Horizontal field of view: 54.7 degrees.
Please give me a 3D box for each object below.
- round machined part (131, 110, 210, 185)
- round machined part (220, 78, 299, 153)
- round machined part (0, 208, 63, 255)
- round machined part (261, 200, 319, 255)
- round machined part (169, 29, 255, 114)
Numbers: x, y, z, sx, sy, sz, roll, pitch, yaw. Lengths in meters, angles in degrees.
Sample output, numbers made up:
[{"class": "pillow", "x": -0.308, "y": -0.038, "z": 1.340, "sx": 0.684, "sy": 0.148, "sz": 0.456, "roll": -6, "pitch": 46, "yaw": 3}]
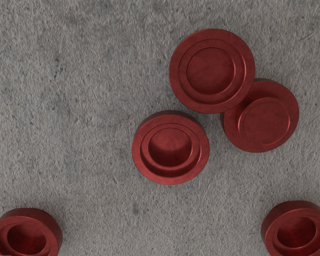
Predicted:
[{"class": "round machined part", "x": 0.013, "y": 0.022, "z": 0.409, "sx": 0.099, "sy": 0.042, "sz": 0.097, "roll": 0, "pitch": 110, "yaw": 0}, {"class": "round machined part", "x": 0.130, "y": -0.012, "z": 0.397, "sx": 0.099, "sy": 0.042, "sz": 0.097, "roll": 0, "pitch": 110, "yaw": 0}, {"class": "round machined part", "x": -0.193, "y": 0.158, "z": 0.457, "sx": 0.099, "sy": 0.042, "sz": 0.097, "roll": 0, "pitch": 110, "yaw": 0}, {"class": "round machined part", "x": 0.198, "y": 0.148, "z": 0.457, "sx": 0.099, "sy": 0.042, "sz": 0.097, "roll": 0, "pitch": 110, "yaw": 0}, {"class": "round machined part", "x": 0.060, "y": -0.069, "z": 0.373, "sx": 0.099, "sy": 0.042, "sz": 0.097, "roll": 1, "pitch": 108, "yaw": 3}]
